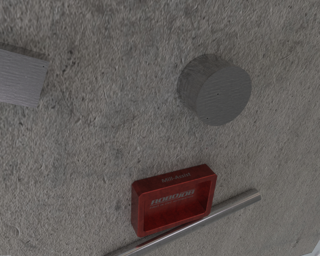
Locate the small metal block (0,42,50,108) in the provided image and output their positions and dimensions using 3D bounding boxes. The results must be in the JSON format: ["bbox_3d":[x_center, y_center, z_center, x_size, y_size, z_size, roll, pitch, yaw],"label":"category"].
[{"bbox_3d":[-0.141,-0.051,0.298,0.050,0.025,0.050,11,113,-33],"label":"small metal block"}]

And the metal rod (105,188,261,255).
[{"bbox_3d":[0.046,0.172,0.538,0.302,0.025,0.025,-19,126,-18],"label":"metal rod"}]

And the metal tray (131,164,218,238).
[{"bbox_3d":[0.022,0.112,0.484,0.131,0.030,0.089,-10,123,-23],"label":"metal tray"}]

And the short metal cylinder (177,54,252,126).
[{"bbox_3d":[0.069,-0.049,0.398,0.081,0.050,0.079,-14,124,-21],"label":"short metal cylinder"}]
